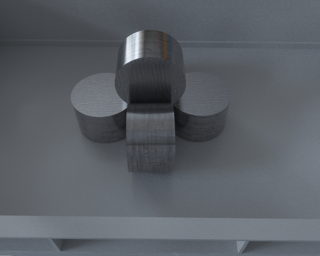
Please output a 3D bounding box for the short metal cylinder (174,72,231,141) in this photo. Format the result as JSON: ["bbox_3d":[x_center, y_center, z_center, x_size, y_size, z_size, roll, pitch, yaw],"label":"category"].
[{"bbox_3d":[0.050,-0.029,0.411,0.080,0.050,0.080,0,50,0],"label":"short metal cylinder"}]

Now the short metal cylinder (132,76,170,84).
[{"bbox_3d":[-0.013,-0.088,0.441,0.050,0.080,0.080,-1,50,-2],"label":"short metal cylinder"}]

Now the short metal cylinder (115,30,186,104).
[{"bbox_3d":[-0.011,-0.067,0.366,0.081,0.080,0.050,-1,50,-1],"label":"short metal cylinder"}]

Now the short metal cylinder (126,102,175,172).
[{"bbox_3d":[-0.010,0.011,0.358,0.050,0.080,0.080,-1,50,-2],"label":"short metal cylinder"}]

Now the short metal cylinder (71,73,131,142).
[{"bbox_3d":[-0.071,-0.028,0.409,0.080,0.050,0.080,0,50,0],"label":"short metal cylinder"}]
